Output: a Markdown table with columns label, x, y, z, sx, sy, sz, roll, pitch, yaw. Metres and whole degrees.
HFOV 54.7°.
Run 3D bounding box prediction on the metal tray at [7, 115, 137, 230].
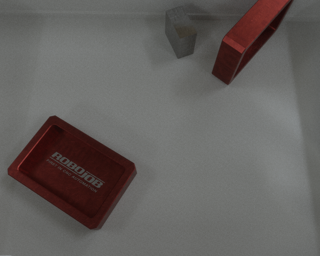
| label | x | y | z | sx | sy | sz | roll | pitch | yaw |
| --- | --- | --- | --- | --- | --- | --- | --- | --- | --- |
| metal tray | -0.106 | 0.054 | 0.385 | 0.130 | 0.030 | 0.090 | 30 | 72 | 10 |

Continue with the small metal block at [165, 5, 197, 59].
| label | x | y | z | sx | sy | sz | roll | pitch | yaw |
| --- | --- | --- | --- | --- | --- | --- | --- | --- | --- |
| small metal block | 0.029 | -0.137 | 0.447 | 0.025 | 0.050 | 0.050 | -21 | 72 | -8 |

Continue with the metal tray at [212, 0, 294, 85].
| label | x | y | z | sx | sy | sz | roll | pitch | yaw |
| --- | --- | --- | --- | --- | --- | --- | --- | --- | --- |
| metal tray | 0.128 | -0.129 | 0.424 | 0.030 | 0.090 | 0.130 | 39 | 74 | 12 |
